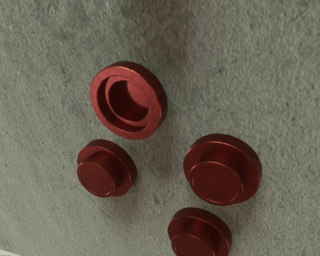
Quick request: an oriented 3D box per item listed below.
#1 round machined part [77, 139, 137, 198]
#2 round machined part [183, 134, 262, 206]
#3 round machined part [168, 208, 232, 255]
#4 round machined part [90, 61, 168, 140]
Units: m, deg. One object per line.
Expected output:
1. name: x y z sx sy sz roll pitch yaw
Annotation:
1. round machined part: -0.089 0.070 0.484 0.098 0.042 0.097 13 124 20
2. round machined part: 0.075 0.059 0.392 0.098 0.042 0.097 13 124 20
3. round machined part: 0.056 0.173 0.472 0.098 0.042 0.097 13 124 20
4. round machined part: -0.035 -0.038 0.390 0.098 0.042 0.097 13 124 20
